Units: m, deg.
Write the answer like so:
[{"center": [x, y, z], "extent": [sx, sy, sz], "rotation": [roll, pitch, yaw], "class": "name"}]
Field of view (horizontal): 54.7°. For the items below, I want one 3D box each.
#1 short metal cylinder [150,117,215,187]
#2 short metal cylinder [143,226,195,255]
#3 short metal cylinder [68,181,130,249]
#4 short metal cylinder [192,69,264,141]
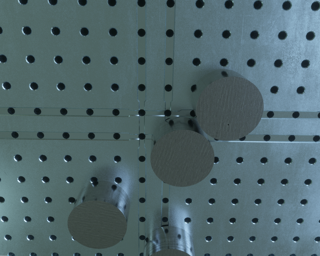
[{"center": [0.028, 0.031, 0.412], "extent": [0.081, 0.050, 0.079], "rotation": [0, 110, -1], "class": "short metal cylinder"}, {"center": [0.015, 0.199, 0.474], "extent": [0.081, 0.050, 0.079], "rotation": [0, 110, -1], "class": "short metal cylinder"}, {"center": [-0.085, 0.124, 0.445], "extent": [0.081, 0.050, 0.079], "rotation": [0, 110, -1], "class": "short metal cylinder"}, {"center": [0.083, -0.030, 0.390], "extent": [0.081, 0.050, 0.079], "rotation": [0, 110, -1], "class": "short metal cylinder"}]
